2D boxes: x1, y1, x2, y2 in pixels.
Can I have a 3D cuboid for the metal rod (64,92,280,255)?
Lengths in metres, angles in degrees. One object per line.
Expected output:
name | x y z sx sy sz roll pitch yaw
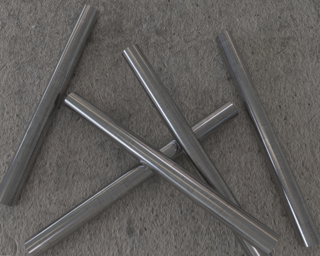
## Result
metal rod | -0.003 0.040 0.364 0.300 0.025 0.025 34 73 22

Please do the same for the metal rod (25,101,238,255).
metal rod | -0.025 0.057 0.386 0.301 0.025 0.025 -34 74 -12

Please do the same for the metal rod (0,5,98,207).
metal rod | -0.147 -0.043 0.422 0.025 0.025 0.299 15 71 5

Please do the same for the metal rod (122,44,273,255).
metal rod | 0.040 0.027 0.373 0.025 0.025 0.299 -30 82 -10

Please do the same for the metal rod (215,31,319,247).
metal rod | 0.135 0.000 0.408 0.025 0.025 0.299 -15 71 -5
